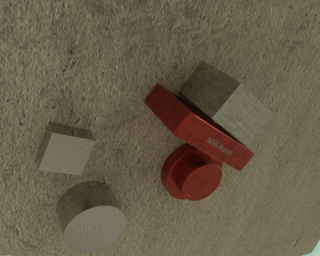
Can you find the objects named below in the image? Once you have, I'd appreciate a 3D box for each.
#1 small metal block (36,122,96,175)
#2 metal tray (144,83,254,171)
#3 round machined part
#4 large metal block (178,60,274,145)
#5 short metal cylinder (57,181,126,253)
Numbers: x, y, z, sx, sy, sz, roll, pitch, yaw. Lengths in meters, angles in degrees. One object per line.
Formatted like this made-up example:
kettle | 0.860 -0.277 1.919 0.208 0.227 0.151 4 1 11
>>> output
small metal block | -0.111 0.025 0.362 0.050 0.025 0.050 14 111 -34
metal tray | 0.051 0.000 0.392 0.131 0.090 0.030 29 103 -38
round machined part | 0.054 0.071 0.470 0.099 0.042 0.097 -14 124 -21
large metal block | 0.083 -0.033 0.397 0.080 0.080 0.050 31 101 -38
short metal cylinder | -0.092 0.118 0.414 0.081 0.050 0.079 -14 124 -21
